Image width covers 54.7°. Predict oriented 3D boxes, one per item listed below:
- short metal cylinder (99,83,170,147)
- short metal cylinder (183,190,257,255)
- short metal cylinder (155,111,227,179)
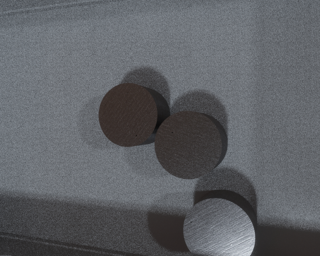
[{"bbox_3d":[-0.032,-0.016,0.408,0.080,0.050,0.079,0,90,19],"label":"short metal cylinder"},{"bbox_3d":[0.073,0.118,0.371,0.080,0.050,0.079,0,90,19],"label":"short metal cylinder"},{"bbox_3d":[0.040,0.020,0.383,0.080,0.050,0.079,0,90,19],"label":"short metal cylinder"}]
